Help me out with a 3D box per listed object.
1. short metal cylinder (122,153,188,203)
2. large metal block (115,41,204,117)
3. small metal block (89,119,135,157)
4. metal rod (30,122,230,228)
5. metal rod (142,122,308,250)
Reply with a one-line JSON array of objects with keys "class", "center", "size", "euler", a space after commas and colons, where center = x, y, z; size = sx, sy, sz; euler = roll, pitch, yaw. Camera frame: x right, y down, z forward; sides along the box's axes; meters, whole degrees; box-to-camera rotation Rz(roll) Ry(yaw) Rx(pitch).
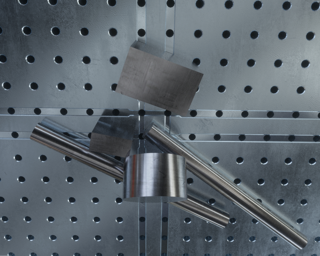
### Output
[{"class": "short metal cylinder", "center": [-0.006, 0.066, 0.392], "size": [0.081, 0.080, 0.050], "euler": [0, 71, 0]}, {"class": "large metal block", "center": [-0.001, -0.061, 0.362], "size": [0.080, 0.080, 0.050], "euler": [19, 109, -7]}, {"class": "small metal block", "center": [-0.061, 0.013, 0.404], "size": [0.050, 0.050, 0.025], "euler": [12, 110, -5]}, {"class": "metal rod", "center": [-0.035, 0.071, 0.439], "size": [0.301, 0.025, 0.025], "euler": [27, 108, -10]}, {"class": "metal rod", "center": [0.101, 0.090, 0.447], "size": [0.301, 0.025, 0.025], "euler": [37, 106, -13]}]
